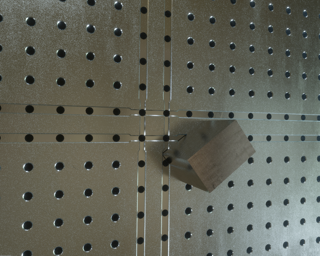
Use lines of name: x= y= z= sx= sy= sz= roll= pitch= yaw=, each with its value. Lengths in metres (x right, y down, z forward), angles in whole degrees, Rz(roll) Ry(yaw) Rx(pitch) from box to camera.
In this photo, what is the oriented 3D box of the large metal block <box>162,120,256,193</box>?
large metal block: x=0.062 y=0.033 z=0.408 sx=0.080 sy=0.080 sz=0.050 roll=-38 pitch=103 yaw=-16
